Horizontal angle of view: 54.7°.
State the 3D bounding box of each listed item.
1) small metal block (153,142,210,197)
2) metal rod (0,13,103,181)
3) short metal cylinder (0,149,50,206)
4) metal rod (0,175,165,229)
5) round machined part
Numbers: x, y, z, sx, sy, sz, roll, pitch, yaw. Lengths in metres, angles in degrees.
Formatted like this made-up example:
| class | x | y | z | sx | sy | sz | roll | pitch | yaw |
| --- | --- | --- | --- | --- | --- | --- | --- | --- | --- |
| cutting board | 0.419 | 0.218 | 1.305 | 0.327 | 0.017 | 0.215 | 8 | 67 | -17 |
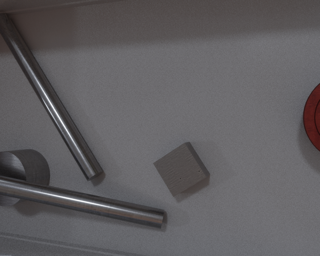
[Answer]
| class | x | y | z | sx | sy | sz | roll | pitch | yaw |
| --- | --- | --- | --- | --- | --- | --- | --- | --- | --- |
| small metal block | 0.028 | 0.053 | 0.400 | 0.050 | 0.025 | 0.050 | -35 | 79 | 16 |
| metal rod | -0.174 | -0.053 | 0.470 | 0.025 | 0.025 | 0.299 | -37 | 79 | 16 |
| short metal cylinder | -0.218 | 0.074 | 0.472 | 0.080 | 0.050 | 0.079 | 0 | 90 | 19 |
| metal rod | -0.144 | 0.093 | 0.419 | 0.302 | 0.025 | 0.025 | 11 | 94 | 4 |
| round machined part | 0.205 | -0.012 | 0.327 | 0.098 | 0.042 | 0.097 | 1 | 92 | 23 |
